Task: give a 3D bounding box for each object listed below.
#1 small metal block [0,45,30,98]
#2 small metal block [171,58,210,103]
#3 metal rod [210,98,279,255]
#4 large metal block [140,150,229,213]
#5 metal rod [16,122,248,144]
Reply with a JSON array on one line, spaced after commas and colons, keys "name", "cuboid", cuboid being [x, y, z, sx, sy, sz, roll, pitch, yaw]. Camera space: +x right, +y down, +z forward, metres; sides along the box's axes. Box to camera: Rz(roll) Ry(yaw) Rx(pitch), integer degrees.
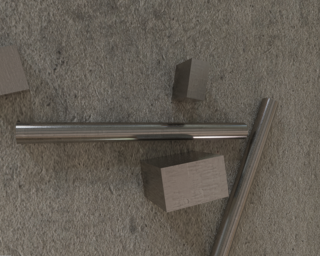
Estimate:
[{"name": "small metal block", "cuboid": [-0.178, -0.060, 0.343, 0.050, 0.025, 0.050, -17, 96, -20]}, {"name": "small metal block", "cuboid": [0.039, -0.061, 0.411, 0.025, 0.050, 0.050, 9, 87, -20]}, {"name": "metal rod", "cuboid": [0.116, 0.098, 0.453, 0.025, 0.025, 0.299, 23, 82, -19]}, {"name": "large metal block", "cuboid": [0.028, 0.063, 0.391, 0.081, 0.080, 0.050, -9, 93, -20]}, {"name": "metal rod", "cuboid": [-0.020, 0.005, 0.402, 0.303, 0.025, 0.025, 0, 90, -21]}]
